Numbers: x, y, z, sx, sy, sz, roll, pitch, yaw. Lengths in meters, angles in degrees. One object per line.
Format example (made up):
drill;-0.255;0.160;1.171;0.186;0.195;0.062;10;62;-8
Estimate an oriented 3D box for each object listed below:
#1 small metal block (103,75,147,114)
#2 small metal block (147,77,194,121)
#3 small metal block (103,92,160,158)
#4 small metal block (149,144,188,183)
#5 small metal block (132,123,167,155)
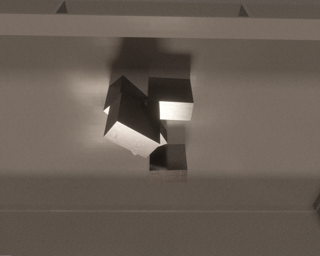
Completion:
small metal block;-0.037;-0.027;0.369;0.025;0.050;0.050;-35;122;25
small metal block;0.011;-0.035;0.363;0.050;0.050;0.025;3;130;-3
small metal block;-0.027;-0.004;0.324;0.050;0.050;0.025;30;124;-23
small metal block;0.011;0.049;0.435;0.050;0.050;0.025;-1;130;0
small metal block;-0.024;0.004;0.412;0.050;0.025;0.050;-21;128;17
